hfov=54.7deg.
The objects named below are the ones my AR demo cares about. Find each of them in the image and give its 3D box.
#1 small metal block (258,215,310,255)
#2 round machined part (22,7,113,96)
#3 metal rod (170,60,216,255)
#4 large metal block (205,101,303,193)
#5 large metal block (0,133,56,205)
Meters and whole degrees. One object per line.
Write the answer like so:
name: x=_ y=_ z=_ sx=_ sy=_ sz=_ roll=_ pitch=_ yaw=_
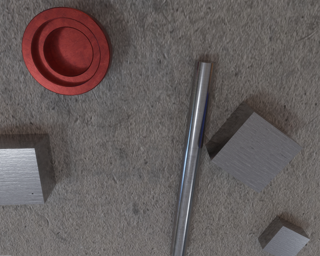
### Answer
small metal block: x=0.189 y=0.170 z=0.474 sx=0.050 sy=0.025 sz=0.050 roll=28 pitch=108 yaw=-10
round machined part: x=-0.105 y=-0.091 z=0.366 sx=0.099 sy=0.042 sz=0.097 roll=0 pitch=110 yaw=0
metal rod: x=0.042 y=0.057 z=0.431 sx=0.025 sy=0.025 sz=0.298 roll=5 pitch=110 yaw=-2
large metal block: x=0.120 y=0.024 z=0.406 sx=0.080 sy=0.050 sz=0.080 roll=34 pitch=106 yaw=-12
large metal block: x=-0.192 y=0.054 z=0.415 sx=0.081 sy=0.050 sz=0.079 roll=-1 pitch=110 yaw=0
